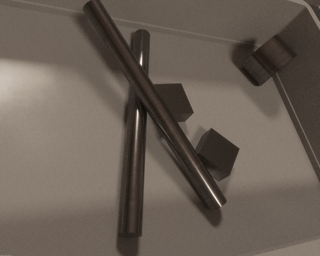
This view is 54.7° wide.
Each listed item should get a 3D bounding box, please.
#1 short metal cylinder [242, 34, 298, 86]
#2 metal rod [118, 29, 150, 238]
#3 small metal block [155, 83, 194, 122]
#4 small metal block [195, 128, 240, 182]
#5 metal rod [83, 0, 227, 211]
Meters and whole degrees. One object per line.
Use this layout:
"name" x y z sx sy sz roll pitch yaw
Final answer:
"short metal cylinder" 0.194 -0.120 0.551 0.050 0.080 0.081 50 51 6
"metal rod" -0.029 -0.016 0.400 0.025 0.025 0.299 14 56 -21
"small metal block" 0.012 -0.034 0.435 0.050 0.025 0.050 -7 65 -32
"small metal block" 0.076 0.037 0.426 0.050 0.025 0.050 36 51 -5
"metal rod" -0.007 -0.030 0.391 0.025 0.025 0.299 -32 89 -38
